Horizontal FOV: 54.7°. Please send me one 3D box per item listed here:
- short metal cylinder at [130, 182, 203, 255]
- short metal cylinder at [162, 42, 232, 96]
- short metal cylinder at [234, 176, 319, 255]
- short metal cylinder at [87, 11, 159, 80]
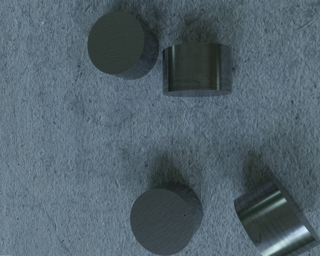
[{"bbox_3d":[0.009,0.112,0.392,0.080,0.050,0.080,0,90,20],"label":"short metal cylinder"},{"bbox_3d":[0.043,-0.065,0.364,0.080,0.080,0.050,0,90,20],"label":"short metal cylinder"},{"bbox_3d":[0.125,0.099,0.335,0.050,0.080,0.080,-37,78,16],"label":"short metal cylinder"},{"bbox_3d":[-0.048,-0.107,0.413,0.080,0.050,0.080,0,90,20],"label":"short metal cylinder"}]
